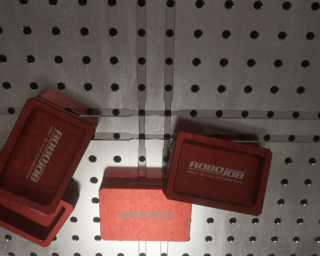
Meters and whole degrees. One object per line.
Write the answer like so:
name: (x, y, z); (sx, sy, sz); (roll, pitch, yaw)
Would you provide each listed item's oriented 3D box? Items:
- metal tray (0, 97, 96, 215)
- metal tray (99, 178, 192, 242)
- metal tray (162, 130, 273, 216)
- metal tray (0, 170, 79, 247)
metal tray: (-0.151, 0.035, 0.402); (0.090, 0.030, 0.129); (27, 92, -11)
metal tray: (-0.021, 0.121, 0.455); (0.131, 0.030, 0.089); (1, 110, -1)
metal tray: (0.076, 0.060, 0.415); (0.131, 0.030, 0.090); (12, 86, -5)
metal tray: (-0.197, 0.106, 0.446); (0.130, 0.030, 0.090); (32, 107, -12)
